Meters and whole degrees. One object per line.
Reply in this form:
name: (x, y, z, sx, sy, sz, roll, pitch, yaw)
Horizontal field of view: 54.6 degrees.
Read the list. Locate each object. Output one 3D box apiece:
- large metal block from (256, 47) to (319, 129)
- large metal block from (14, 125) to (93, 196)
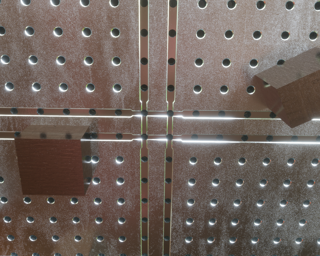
large metal block: (0.170, -0.051, 0.367, 0.080, 0.080, 0.050, -25, 108, 9)
large metal block: (-0.138, 0.042, 0.414, 0.080, 0.050, 0.079, 1, 110, -1)
